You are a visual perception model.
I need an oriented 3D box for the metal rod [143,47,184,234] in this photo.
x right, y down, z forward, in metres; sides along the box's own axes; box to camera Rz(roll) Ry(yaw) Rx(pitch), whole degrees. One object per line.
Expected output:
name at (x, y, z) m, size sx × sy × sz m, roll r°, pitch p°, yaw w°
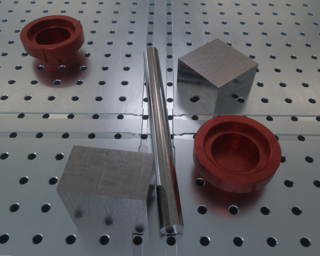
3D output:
metal rod at (-0.001, -0.010, 0.415) m, size 0.025 × 0.025 × 0.300 m, roll -4°, pitch 50°, yaw -4°

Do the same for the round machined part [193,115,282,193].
round machined part at (0.088, 0.034, 0.369) m, size 0.099 × 0.042 × 0.098 m, roll 0°, pitch 50°, yaw 0°

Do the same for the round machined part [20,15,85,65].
round machined part at (-0.175, -0.143, 0.516) m, size 0.099 × 0.042 × 0.098 m, roll 0°, pitch 50°, yaw 0°

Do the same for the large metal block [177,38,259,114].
large metal block at (0.083, -0.079, 0.459) m, size 0.081 × 0.050 × 0.080 m, roll -32°, pitch 57°, yaw -24°

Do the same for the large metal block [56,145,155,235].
large metal block at (-0.048, 0.065, 0.317) m, size 0.080 × 0.080 × 0.050 m, roll 6°, pitch 50°, yaw 4°
